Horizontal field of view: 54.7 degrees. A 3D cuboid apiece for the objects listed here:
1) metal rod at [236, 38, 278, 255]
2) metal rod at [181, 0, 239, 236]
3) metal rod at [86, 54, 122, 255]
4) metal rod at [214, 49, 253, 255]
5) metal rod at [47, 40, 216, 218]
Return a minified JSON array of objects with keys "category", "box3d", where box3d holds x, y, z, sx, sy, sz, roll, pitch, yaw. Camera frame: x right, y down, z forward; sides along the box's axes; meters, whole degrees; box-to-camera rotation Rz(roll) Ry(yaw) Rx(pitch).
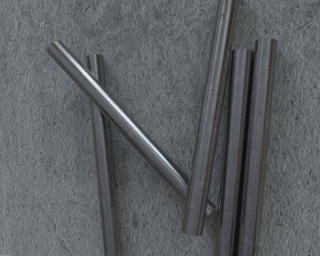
[{"category":"metal rod","box3d":[0.113,0.046,0.368,0.025,0.025,0.298,5,92,20]},{"category":"metal rod","box3d":[0.062,-0.024,0.371,0.025,0.025,0.298,8,87,20]},{"category":"metal rod","box3d":[-0.078,0.047,0.436,0.025,0.025,0.298,-7,88,20]},{"category":"metal rod","box3d":[0.087,0.056,0.378,0.025,0.025,0.298,5,92,20]},{"category":"metal rod","box3d":[-0.042,-0.002,0.405,0.025,0.025,0.300,-45,83,14]}]
